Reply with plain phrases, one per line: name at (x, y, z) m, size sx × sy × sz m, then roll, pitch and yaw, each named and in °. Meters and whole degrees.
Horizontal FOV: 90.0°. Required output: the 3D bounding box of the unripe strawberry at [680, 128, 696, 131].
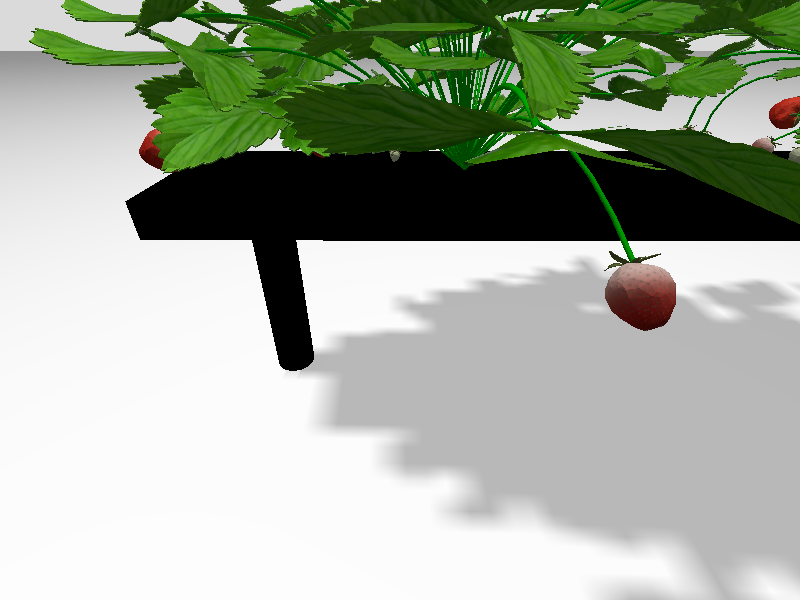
unripe strawberry at (0.293, -0.166, 0.411) m, size 0.019 × 0.020 × 0.018 m, roll 12°, pitch 35°, yaw 18°

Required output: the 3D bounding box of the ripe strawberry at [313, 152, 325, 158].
ripe strawberry at (-0.077, -0.148, 0.376) m, size 0.027 × 0.026 × 0.025 m, roll 10°, pitch 35°, yaw 16°

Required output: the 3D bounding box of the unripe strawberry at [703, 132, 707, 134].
unripe strawberry at (0.325, -0.175, 0.430) m, size 0.010 × 0.011 × 0.011 m, roll 18°, pitch 37°, yaw 25°

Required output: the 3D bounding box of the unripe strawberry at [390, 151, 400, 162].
unripe strawberry at (-0.005, -0.134, 0.373) m, size 0.010 × 0.010 × 0.009 m, roll 18°, pitch 37°, yaw 25°

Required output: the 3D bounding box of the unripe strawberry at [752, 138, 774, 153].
unripe strawberry at (0.333, -0.139, 0.371) m, size 0.019 × 0.019 × 0.018 m, roll -37°, pitch 18°, yaw 31°

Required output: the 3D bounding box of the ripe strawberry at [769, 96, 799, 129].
ripe strawberry at (0.471, -0.229, 0.487) m, size 0.032 × 0.036 × 0.034 m, roll -6°, pitch 33°, yaw -9°

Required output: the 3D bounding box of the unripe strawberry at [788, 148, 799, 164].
unripe strawberry at (0.349, -0.125, 0.352) m, size 0.013 × 0.015 × 0.015 m, roll 16°, pitch 33°, yaw -5°

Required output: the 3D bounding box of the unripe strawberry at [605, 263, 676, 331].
unripe strawberry at (0.094, -0.001, 0.155) m, size 0.026 × 0.026 × 0.023 m, roll -6°, pitch -16°, yaw -8°

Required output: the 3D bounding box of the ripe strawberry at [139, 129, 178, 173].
ripe strawberry at (-0.196, -0.122, 0.331) m, size 0.036 × 0.035 × 0.034 m, roll -12°, pitch 33°, yaw 6°
